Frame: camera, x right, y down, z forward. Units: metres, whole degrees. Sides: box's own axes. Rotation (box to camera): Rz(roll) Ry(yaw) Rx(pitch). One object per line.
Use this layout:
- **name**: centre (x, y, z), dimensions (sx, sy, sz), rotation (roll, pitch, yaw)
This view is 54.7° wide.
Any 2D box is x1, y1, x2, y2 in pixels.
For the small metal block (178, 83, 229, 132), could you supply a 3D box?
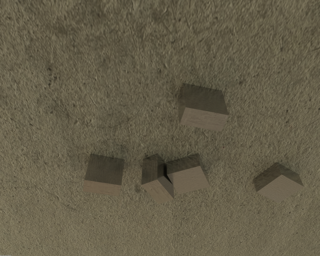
- **small metal block**: centre (0.050, -0.025, 0.370), dimensions (0.050, 0.050, 0.025), rotation (10, 129, -9)

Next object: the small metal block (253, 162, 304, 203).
- **small metal block**: centre (0.183, 0.086, 0.482), dimensions (0.050, 0.025, 0.050), rotation (28, 125, -22)

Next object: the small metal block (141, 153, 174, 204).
- **small metal block**: centre (-0.003, 0.074, 0.454), dimensions (0.025, 0.050, 0.050), rotation (-22, 127, 18)

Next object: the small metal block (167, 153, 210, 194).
- **small metal block**: centre (0.043, 0.070, 0.467), dimensions (0.050, 0.025, 0.050), rotation (-17, 128, 14)

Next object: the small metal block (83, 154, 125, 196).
- **small metal block**: centre (-0.080, 0.067, 0.447), dimensions (0.050, 0.050, 0.025), rotation (10, 129, -9)
